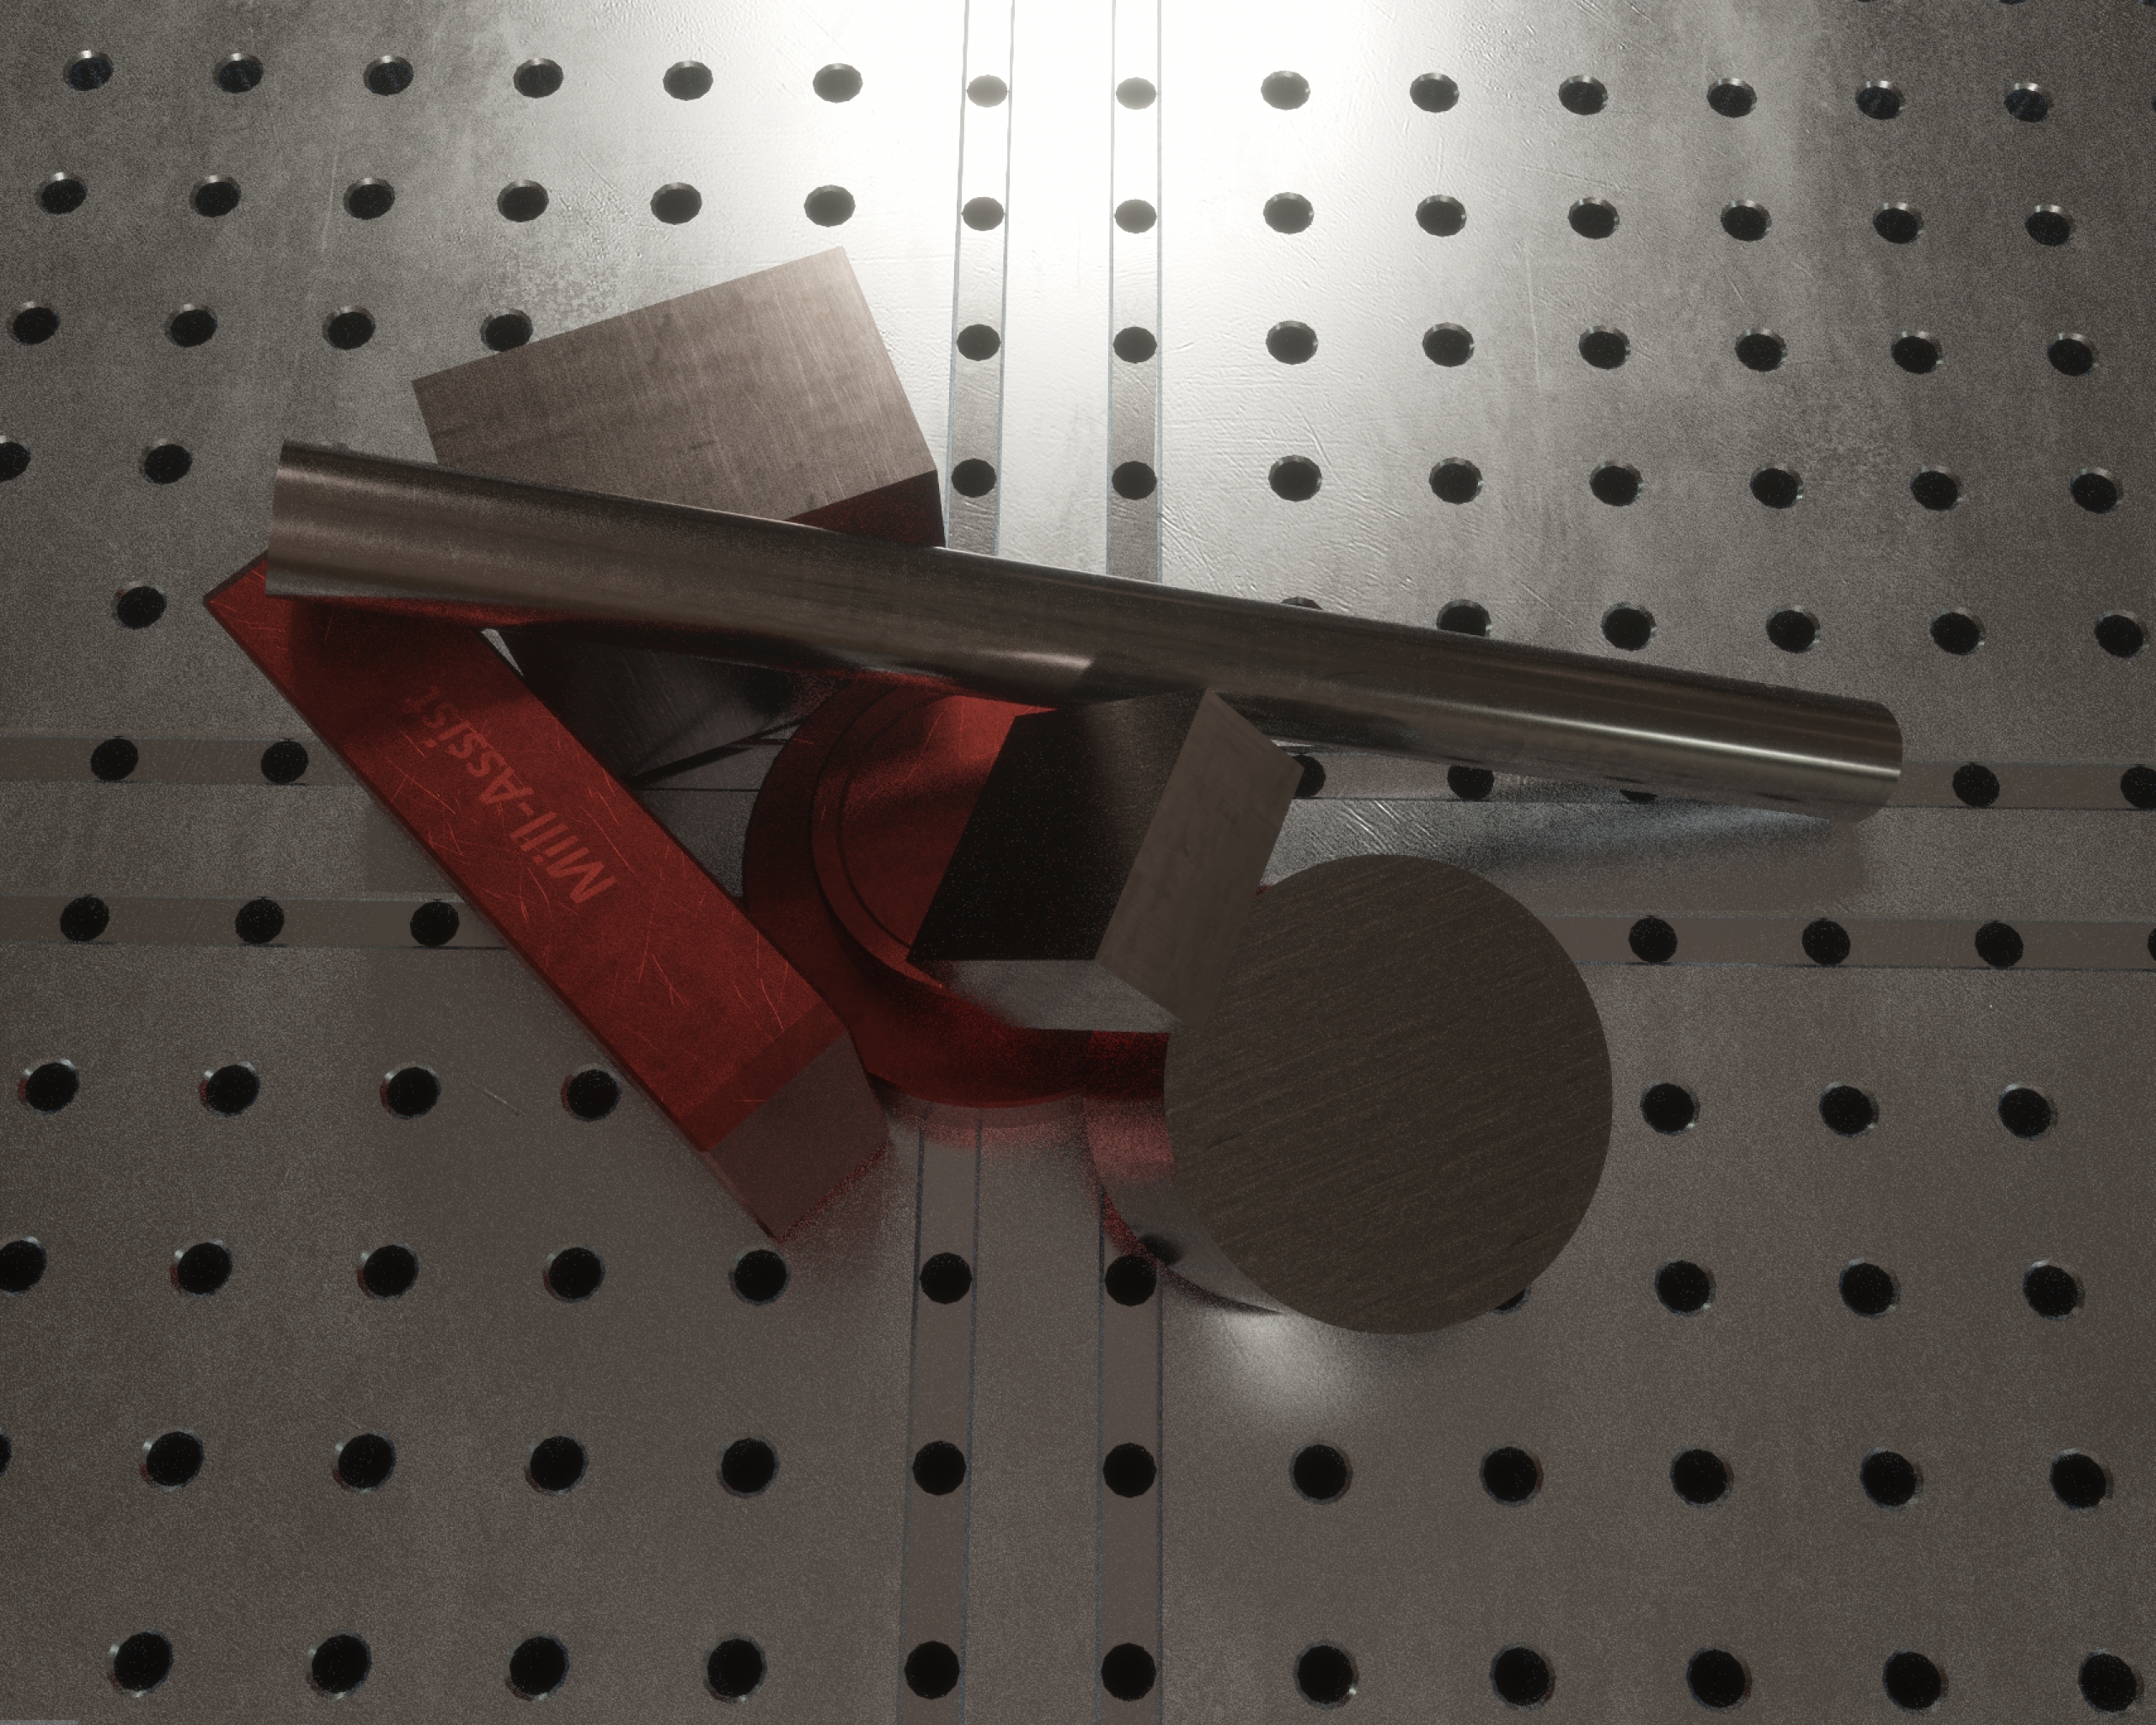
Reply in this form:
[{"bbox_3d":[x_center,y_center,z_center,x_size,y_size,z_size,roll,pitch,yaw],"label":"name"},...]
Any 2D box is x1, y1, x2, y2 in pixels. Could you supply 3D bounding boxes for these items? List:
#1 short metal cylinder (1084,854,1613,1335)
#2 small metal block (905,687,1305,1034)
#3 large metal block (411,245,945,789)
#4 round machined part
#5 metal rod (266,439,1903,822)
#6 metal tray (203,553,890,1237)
[{"bbox_3d":[0.046,0.041,0.371,0.081,0.050,0.080,2,83,-15],"label":"short metal cylinder"},{"bbox_3d":[0.004,0.001,0.352,0.025,0.050,0.050,37,66,-32],"label":"small metal block"},{"bbox_3d":[-0.071,-0.063,0.403,0.080,0.080,0.050,-20,72,-7],"label":"large metal block"},{"bbox_3d":[-0.016,0.000,0.405,0.099,0.042,0.098,0,70,-1],"label":"round machined part"},{"bbox_3d":[0.017,-0.037,0.375,0.302,0.025,0.025,7,69,-19],"label":"metal rod"},{"bbox_3d":[-0.091,0.004,0.374,0.030,0.090,0.130,-42,76,-14],"label":"metal tray"}]
